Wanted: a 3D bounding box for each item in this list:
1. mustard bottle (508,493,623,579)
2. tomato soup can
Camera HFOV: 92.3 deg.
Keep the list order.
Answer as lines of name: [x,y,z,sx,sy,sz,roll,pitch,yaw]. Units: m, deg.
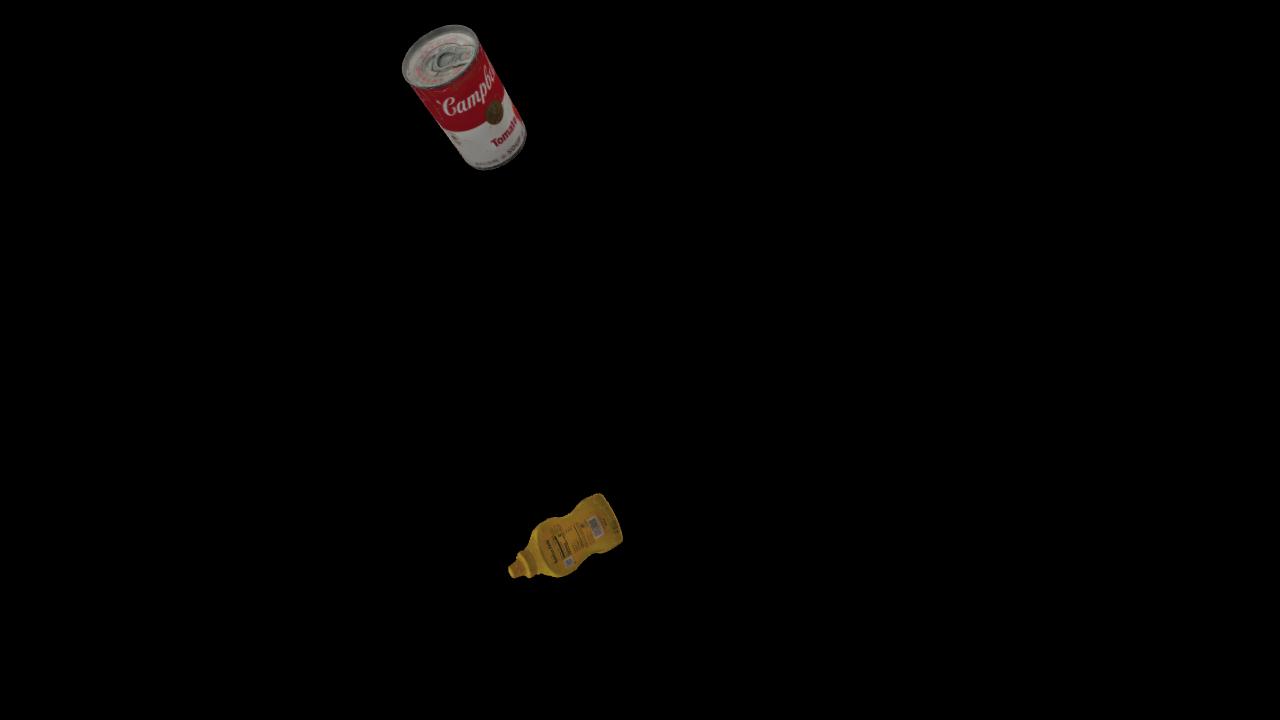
mustard bottle: [-0.120,0.285,0.954,0.184,0.092,0.054,-22,-1,-33]
tomato soup can: [-0.148,-0.222,0.532,0.068,0.068,0.101,0,-23,14]
